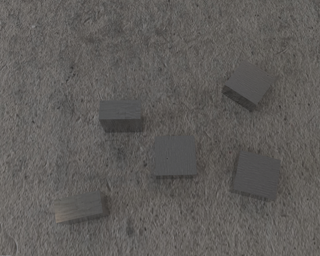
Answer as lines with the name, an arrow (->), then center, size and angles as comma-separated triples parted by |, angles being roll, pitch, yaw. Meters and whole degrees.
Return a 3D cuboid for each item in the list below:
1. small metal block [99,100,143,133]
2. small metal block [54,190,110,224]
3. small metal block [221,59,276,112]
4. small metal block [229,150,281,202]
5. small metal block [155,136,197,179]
small metal block -> -0.049, -0.014, 0.399 | 0.050, 0.050, 0.025 | -1, 70, 0
small metal block -> -0.089, 0.093, 0.360 | 0.050, 0.050, 0.025 | -12, 71, -4
small metal block -> 0.122, -0.059, 0.430 | 0.050, 0.025, 0.050 | 36, 74, 12
small metal block -> 0.118, 0.060, 0.387 | 0.050, 0.025, 0.050 | 14, 71, 5
small metal block -> 0.019, 0.038, 0.394 | 0.050, 0.025, 0.050 | -1, 70, -1
